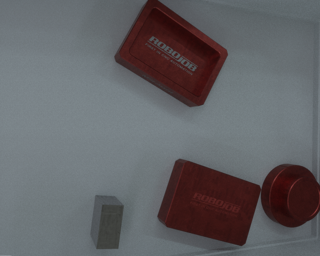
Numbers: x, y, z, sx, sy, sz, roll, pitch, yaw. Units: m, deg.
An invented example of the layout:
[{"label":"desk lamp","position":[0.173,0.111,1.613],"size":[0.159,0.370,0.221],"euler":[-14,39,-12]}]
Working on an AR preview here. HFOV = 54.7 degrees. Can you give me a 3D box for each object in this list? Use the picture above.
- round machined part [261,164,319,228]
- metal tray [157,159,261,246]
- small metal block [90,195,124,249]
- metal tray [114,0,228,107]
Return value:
[{"label":"round machined part","position":[0.211,0.106,0.482],"size":[0.099,0.042,0.097],"euler":[0,90,-21]},{"label":"metal tray","position":[0.072,0.105,0.436],"size":[0.131,0.030,0.090],"euler":[21,83,-19]},{"label":"small metal block","position":[-0.065,0.112,0.374],"size":[0.025,0.050,0.050],"euler":[8,87,-20]},{"label":"metal tray","position":[0.018,-0.097,0.415],"size":[0.131,0.030,0.090],"euler":[30,80,-18]}]
